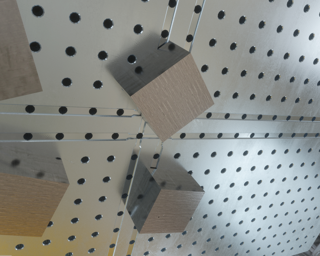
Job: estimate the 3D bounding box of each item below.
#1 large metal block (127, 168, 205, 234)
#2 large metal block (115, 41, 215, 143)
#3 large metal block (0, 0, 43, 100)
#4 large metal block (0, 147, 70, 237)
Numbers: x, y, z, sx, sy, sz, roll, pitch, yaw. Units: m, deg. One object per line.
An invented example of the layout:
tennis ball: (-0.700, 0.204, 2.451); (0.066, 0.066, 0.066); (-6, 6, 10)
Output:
large metal block: (0.008, 0.111, 0.470); (0.081, 0.050, 0.079); (12, 112, -34)
large metal block: (0.008, -0.043, 0.374); (0.080, 0.050, 0.080); (-37, 130, -4)
large metal block: (-0.138, -0.075, 0.254); (0.050, 0.080, 0.079); (-17, 125, -19)
large metal block: (-0.162, 0.074, 0.353); (0.080, 0.050, 0.080); (20, 108, -36)
